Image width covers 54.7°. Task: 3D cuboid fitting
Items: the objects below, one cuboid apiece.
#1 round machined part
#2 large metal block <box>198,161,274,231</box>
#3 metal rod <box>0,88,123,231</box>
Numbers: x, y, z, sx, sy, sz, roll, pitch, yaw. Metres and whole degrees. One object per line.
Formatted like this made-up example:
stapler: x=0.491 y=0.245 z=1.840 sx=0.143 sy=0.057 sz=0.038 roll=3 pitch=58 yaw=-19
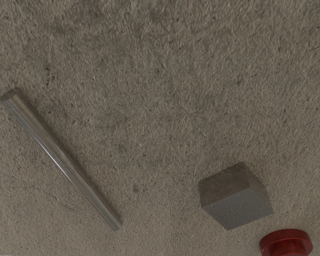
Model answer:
round machined part: x=0.250 y=0.243 z=0.607 sx=0.099 sy=0.042 sz=0.097 roll=-1 pitch=130 yaw=0
large metal block: x=0.118 y=0.108 z=0.485 sx=0.080 sy=0.050 sz=0.080 roll=-30 pitch=124 yaw=23
metal rod: x=-0.129 y=0.067 z=0.461 sx=0.025 sy=0.025 sz=0.299 roll=-16 pitch=129 yaw=12
